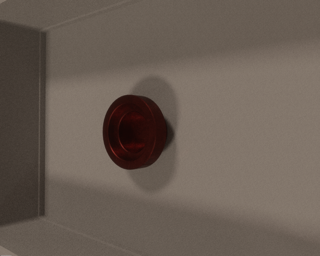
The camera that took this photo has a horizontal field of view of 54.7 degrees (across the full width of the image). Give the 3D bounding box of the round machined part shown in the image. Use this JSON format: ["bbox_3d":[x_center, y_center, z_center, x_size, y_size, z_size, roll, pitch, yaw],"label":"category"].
[{"bbox_3d":[-0.029,0.005,0.418,0.098,0.042,0.097,0,90,39],"label":"round machined part"}]
